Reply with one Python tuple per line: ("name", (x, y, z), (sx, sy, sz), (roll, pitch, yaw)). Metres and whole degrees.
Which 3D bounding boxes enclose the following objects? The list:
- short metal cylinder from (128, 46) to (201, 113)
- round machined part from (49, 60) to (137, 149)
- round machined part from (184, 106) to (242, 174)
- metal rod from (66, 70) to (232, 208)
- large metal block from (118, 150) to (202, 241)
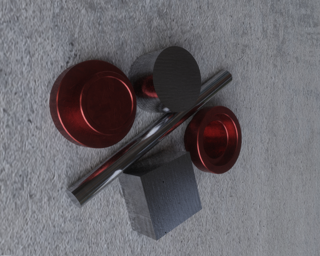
("short metal cylinder", (0.007, -0.059, 0.395), (0.081, 0.050, 0.079), (0, 90, -40))
("round machined part", (-0.065, -0.026, 0.340), (0.099, 0.042, 0.097), (0, 90, -40))
("round machined part", (0.074, 0.017, 0.457), (0.099, 0.042, 0.097), (0, 90, -40))
("metal rod", (0.006, -0.003, 0.413), (0.302, 0.025, 0.025), (-39, 114, -33))
("large metal block", (0.001, 0.079, 0.392), (0.081, 0.050, 0.080), (-22, 104, -38))
